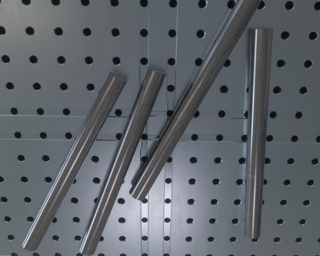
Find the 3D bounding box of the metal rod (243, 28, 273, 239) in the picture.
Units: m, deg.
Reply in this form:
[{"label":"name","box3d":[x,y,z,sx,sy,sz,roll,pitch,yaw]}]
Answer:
[{"label":"metal rod","box3d":[0.131,0.021,0.421,0.025,0.025,0.298,-3,110,1]}]

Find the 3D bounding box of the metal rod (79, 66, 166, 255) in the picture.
[{"label":"metal rod","box3d":[-0.058,0.058,0.434,0.025,0.025,0.298,20,109,-7]}]

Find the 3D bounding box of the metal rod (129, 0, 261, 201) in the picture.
[{"label":"metal rod","box3d":[0.036,-0.028,0.403,0.025,0.025,0.298,26,108,-9]}]

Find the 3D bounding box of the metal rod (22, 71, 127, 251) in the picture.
[{"label":"metal rod","box3d":[-0.126,0.058,0.433,0.025,0.025,0.299,28,108,-10]}]
